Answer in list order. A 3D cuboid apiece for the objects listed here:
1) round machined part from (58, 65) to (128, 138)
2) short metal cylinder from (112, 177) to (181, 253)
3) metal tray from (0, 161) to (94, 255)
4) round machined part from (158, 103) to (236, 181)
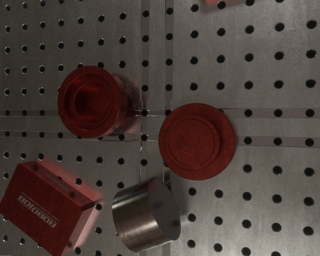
[{"bbox_3d":[-0.089,-0.035,0.434,0.098,0.042,0.097,0,90,19],"label":"round machined part"},{"bbox_3d":[-0.015,0.108,0.388,0.050,0.080,0.080,-25,82,18],"label":"short metal cylinder"},{"bbox_3d":[-0.175,0.120,0.470,0.130,0.030,0.090,30,99,17],"label":"metal tray"},{"bbox_3d":[0.044,0.017,0.387,0.098,0.042,0.097,0,90,19],"label":"round machined part"}]
